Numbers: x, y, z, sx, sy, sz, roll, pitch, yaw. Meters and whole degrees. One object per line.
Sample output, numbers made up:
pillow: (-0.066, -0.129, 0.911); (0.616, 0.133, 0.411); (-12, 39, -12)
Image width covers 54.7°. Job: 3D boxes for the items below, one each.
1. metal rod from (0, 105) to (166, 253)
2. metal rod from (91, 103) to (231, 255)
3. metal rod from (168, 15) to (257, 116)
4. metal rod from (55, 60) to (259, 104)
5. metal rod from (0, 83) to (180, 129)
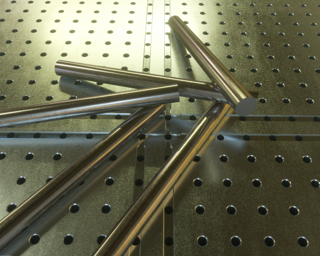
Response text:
metal rod: (-0.099, 0.054, 0.361); (0.025, 0.025, 0.302); (33, 57, 24)
metal rod: (0.016, 0.049, 0.366); (0.025, 0.025, 0.301); (28, 55, 21)
metal rod: (0.061, -0.110, 0.456); (0.025, 0.025, 0.300); (-10, 37, -9)
metal rod: (-0.016, -0.065, 0.442); (0.301, 0.025, 0.025); (11, 51, 16)
metal rod: (-0.125, -0.024, 0.406); (0.302, 0.025, 0.025); (-9, 51, 0)
